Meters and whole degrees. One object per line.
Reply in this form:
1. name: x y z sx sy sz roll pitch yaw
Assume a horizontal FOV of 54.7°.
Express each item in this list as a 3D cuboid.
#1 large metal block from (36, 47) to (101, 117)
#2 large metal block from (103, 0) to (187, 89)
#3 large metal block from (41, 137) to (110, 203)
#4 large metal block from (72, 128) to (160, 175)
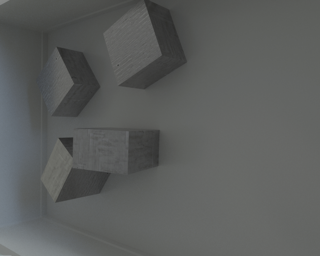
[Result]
1. large metal block: -0.156 -0.075 0.520 0.080 0.050 0.080 -44 64 31
2. large metal block: -0.021 -0.106 0.408 0.080 0.050 0.080 -27 73 37
3. large metal block: -0.121 0.060 0.471 0.050 0.081 0.080 45 117 31
4. large metal block: -0.055 0.026 0.405 0.080 0.080 0.050 3 92 25
